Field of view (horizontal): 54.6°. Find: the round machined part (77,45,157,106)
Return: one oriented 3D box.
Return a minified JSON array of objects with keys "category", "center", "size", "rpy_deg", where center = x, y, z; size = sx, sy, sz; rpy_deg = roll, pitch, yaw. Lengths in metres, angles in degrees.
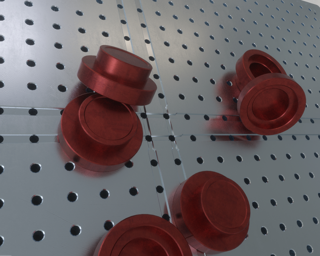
[{"category":"round machined part","center":[-0.048,-0.070,0.385],"size":[0.098,0.042,0.098],"rpy_deg":[22,21,-9]}]

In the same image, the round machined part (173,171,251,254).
[{"category":"round machined part","center":[0.069,0.097,0.374],"size":[0.099,0.042,0.098],"rpy_deg":[13,56,-21]}]

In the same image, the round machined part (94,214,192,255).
[{"category":"round machined part","center":[-0.019,0.138,0.302],"size":[0.099,0.042,0.098],"rpy_deg":[13,56,-21]}]

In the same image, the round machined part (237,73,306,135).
[{"category":"round machined part","center":[0.169,-0.040,0.483],"size":[0.098,0.097,0.042],"rpy_deg":[24,28,-14]}]

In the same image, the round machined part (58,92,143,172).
[{"category":"round machined part","center":[-0.065,-0.002,0.363],"size":[0.099,0.042,0.098],"rpy_deg":[14,56,-21]}]

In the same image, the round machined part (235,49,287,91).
[{"category":"round machined part","center":[0.172,-0.086,0.541],"size":[0.099,0.042,0.098],"rpy_deg":[13,56,-21]}]
